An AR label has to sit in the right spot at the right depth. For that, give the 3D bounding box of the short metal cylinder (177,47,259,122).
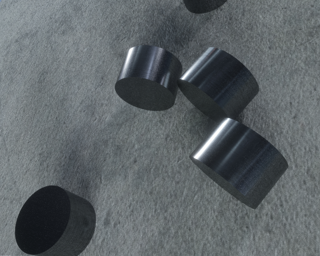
[{"bbox_3d":[0.066,-0.047,0.362,0.050,0.080,0.080,-48,52,-5],"label":"short metal cylinder"}]

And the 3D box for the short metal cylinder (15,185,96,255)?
[{"bbox_3d":[-0.127,0.117,0.381,0.080,0.050,0.080,-13,56,20],"label":"short metal cylinder"}]

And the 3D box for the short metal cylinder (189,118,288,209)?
[{"bbox_3d":[0.076,0.034,0.307,0.080,0.080,0.050,35,82,38],"label":"short metal cylinder"}]

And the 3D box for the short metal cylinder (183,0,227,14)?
[{"bbox_3d":[0.069,-0.230,0.492,0.080,0.050,0.080,-13,56,20],"label":"short metal cylinder"}]

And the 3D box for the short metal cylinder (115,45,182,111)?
[{"bbox_3d":[-0.014,-0.064,0.414,0.080,0.080,0.050,0,62,28],"label":"short metal cylinder"}]
